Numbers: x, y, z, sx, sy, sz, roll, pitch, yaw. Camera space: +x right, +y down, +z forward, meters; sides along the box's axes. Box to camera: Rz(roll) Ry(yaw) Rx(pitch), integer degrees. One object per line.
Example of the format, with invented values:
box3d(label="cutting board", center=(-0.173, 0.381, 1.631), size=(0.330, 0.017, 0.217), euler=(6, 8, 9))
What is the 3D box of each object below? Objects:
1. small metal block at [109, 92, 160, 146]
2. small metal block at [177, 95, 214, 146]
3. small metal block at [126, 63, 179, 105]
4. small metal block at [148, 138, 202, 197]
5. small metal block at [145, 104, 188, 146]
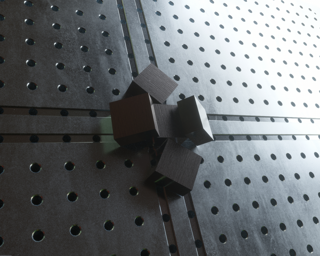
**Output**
box3d(label="small metal block", center=(-0.032, -0.010, 0.381), size=(0.050, 0.025, 0.050), euler=(-14, 65, 5))
box3d(label="small metal block", center=(0.048, -0.009, 0.422), size=(0.050, 0.025, 0.050), euler=(39, 34, -58))
box3d(label="small metal block", center=(-0.010, -0.056, 0.437), size=(0.050, 0.025, 0.050), euler=(39, 50, -1))
box3d(label="small metal block", center=(0.019, 0.049, 0.387), size=(0.050, 0.025, 0.050), euler=(29, 53, -8))
box3d(label="small metal block", center=(0.004, -0.004, 0.412), size=(0.050, 0.025, 0.050), euler=(1, 60, -28))
